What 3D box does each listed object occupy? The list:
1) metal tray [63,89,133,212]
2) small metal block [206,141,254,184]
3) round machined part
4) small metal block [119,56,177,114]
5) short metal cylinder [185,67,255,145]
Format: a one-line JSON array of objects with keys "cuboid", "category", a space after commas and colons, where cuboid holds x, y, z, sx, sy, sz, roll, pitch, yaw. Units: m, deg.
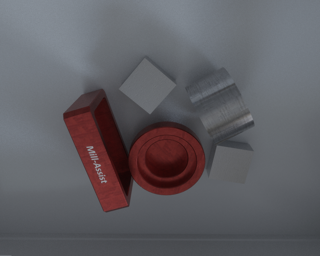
[{"cuboid": [-0.069, 0.025, 0.383, 0.030, 0.090, 0.129, -16, 109, 6], "category": "metal tray"}, {"cuboid": [0.096, 0.046, 0.428, 0.050, 0.025, 0.050, 9, 109, -3], "category": "small metal block"}, {"cuboid": [0.008, 0.037, 0.413, 0.099, 0.042, 0.097, 0, 110, -1], "category": "round machined part"}, {"cuboid": [-0.015, -0.054, 0.389, 0.050, 0.025, 0.050, 39, 106, -12], "category": "small metal block"}, {"cuboid": [0.071, -0.026, 0.372, 0.050, 0.080, 0.080, -28, 108, 9], "category": "short metal cylinder"}]
